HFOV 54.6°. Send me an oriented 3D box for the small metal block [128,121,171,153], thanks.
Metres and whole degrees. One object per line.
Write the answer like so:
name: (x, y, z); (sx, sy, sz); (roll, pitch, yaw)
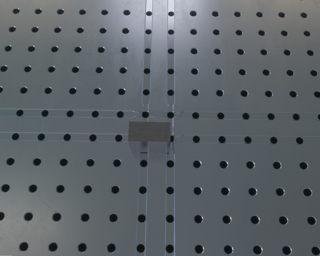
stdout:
small metal block: (-0.012, 0.013, 0.394); (0.050, 0.050, 0.025); (1, 70, 0)
